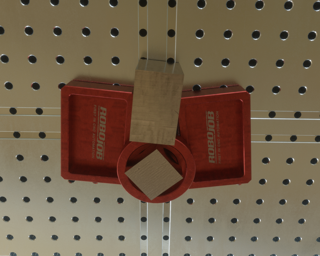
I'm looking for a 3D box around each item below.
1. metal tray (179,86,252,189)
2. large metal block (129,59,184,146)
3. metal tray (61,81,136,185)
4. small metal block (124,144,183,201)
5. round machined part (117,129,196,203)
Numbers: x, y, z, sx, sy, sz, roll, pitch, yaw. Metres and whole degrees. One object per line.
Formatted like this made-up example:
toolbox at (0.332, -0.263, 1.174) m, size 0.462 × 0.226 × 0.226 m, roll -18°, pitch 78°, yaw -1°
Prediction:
metal tray at (0.072, 0.014, 0.412) m, size 0.091 × 0.030 × 0.129 m, roll -6°, pitch 110°, yaw 2°
large metal block at (-0.005, -0.034, 0.367) m, size 0.050 × 0.080 × 0.079 m, roll 6°, pitch 110°, yaw -2°
metal tray at (-0.081, 0.008, 0.409) m, size 0.091 × 0.030 × 0.129 m, roll 6°, pitch 110°, yaw -3°
small metal block at (-0.007, 0.053, 0.384) m, size 0.050 × 0.025 × 0.050 m, roll -37°, pitch 106°, yaw 12°
round machined part at (-0.004, 0.046, 0.407) m, size 0.099 × 0.042 × 0.097 m, roll 0°, pitch 110°, yaw 0°
